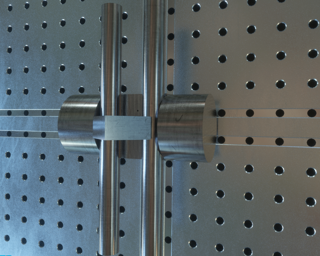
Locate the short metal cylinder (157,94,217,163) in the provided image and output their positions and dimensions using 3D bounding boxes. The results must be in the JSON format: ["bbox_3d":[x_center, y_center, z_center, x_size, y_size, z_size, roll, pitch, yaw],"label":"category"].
[{"bbox_3d":[0.035,0.000,0.367,0.050,0.080,0.079,1,90,21],"label":"short metal cylinder"}]

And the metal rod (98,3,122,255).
[{"bbox_3d":[-0.060,0.002,0.377,0.025,0.025,0.298,1,90,20],"label":"metal rod"}]

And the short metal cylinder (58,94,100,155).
[{"bbox_3d":[-0.089,-0.005,0.411,0.050,0.080,0.079,2,91,20],"label":"short metal cylinder"}]

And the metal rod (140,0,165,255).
[{"bbox_3d":[-0.008,0.000,0.359,0.025,0.025,0.298,1,90,20],"label":"metal rod"}]

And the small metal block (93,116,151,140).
[{"bbox_3d":[-0.043,0.000,0.344,0.050,0.050,0.025,2,92,64],"label":"small metal block"}]

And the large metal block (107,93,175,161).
[{"bbox_3d":[-0.022,-0.002,0.403,0.080,0.050,0.079,1,90,20],"label":"large metal block"}]
